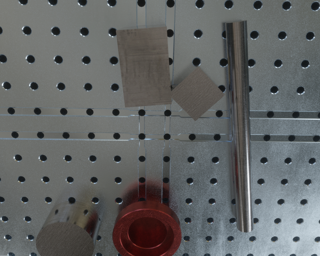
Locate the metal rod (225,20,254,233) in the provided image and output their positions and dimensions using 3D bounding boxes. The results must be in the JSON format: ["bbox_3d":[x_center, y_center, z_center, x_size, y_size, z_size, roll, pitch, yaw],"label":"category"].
[{"bbox_3d":[0.110,0.012,0.419,0.025,0.025,0.298,-7,110,2],"label":"metal rod"}]

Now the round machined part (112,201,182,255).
[{"bbox_3d":[-0.018,0.149,0.459,0.099,0.042,0.097,0,110,-1],"label":"round machined part"}]

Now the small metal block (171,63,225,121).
[{"bbox_3d":[0.046,-0.046,0.397,0.050,0.025,0.050,-43,105,14],"label":"small metal block"}]

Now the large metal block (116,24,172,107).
[{"bbox_3d":[-0.016,-0.075,0.356,0.050,0.080,0.079,-4,110,1],"label":"large metal block"}]

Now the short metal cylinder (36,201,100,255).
[{"bbox_3d":[-0.133,0.156,0.456,0.081,0.050,0.079,0,110,-1],"label":"short metal cylinder"}]
